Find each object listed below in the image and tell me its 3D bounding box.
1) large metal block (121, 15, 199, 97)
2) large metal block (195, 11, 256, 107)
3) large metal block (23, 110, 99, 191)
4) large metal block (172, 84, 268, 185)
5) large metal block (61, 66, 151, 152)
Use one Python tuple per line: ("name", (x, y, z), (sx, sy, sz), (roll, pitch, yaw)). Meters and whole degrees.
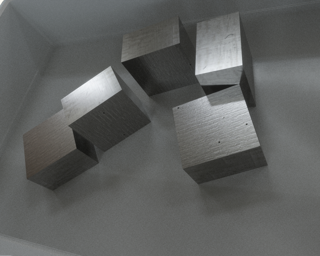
("large metal block", (0.003, -0.095, 0.426), (0.080, 0.080, 0.050), (-13, 56, 20))
("large metal block", (0.081, -0.076, 0.374), (0.050, 0.080, 0.080), (-9, 58, 23))
("large metal block", (-0.144, 0.030, 0.445), (0.080, 0.050, 0.080), (-31, 52, 8))
("large metal block", (0.066, 0.008, 0.349), (0.080, 0.050, 0.080), (-19, 55, 16))
("large metal block", (-0.072, -0.023, 0.420), (0.080, 0.080, 0.050), (-33, 52, 6))
